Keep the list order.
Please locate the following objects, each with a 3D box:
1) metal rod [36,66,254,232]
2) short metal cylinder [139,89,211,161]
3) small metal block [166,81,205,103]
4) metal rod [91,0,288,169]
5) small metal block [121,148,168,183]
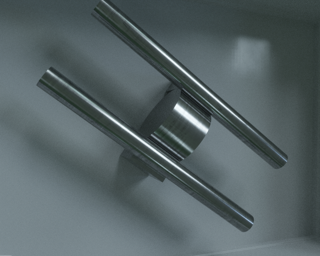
[{"bbox_3d":[-0.003,0.035,0.357,0.301,0.025,0.025,37,78,-16],"label":"metal rod"},{"bbox_3d":[0.017,-0.003,0.387,0.050,0.080,0.080,38,78,-17],"label":"short metal cylinder"},{"bbox_3d":[0.042,-0.045,0.412,0.050,0.050,0.025,38,78,-16],"label":"small metal block"},{"bbox_3d":[0.048,-0.043,0.375,0.301,0.025,0.025,38,78,-17],"label":"metal rod"},{"bbox_3d":[-0.017,0.040,0.390,0.050,0.050,0.025,38,78,-16],"label":"small metal block"}]
